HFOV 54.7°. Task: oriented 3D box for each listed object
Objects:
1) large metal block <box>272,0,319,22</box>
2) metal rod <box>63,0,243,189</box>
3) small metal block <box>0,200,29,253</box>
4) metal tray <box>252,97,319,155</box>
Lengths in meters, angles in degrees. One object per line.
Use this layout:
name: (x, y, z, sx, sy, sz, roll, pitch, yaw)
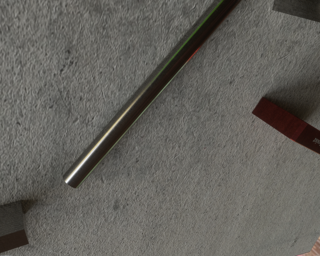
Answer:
large metal block: (0.204, -0.164, 0.383, 0.081, 0.080, 0.050, -9, 123, -24)
metal rod: (-0.012, -0.044, 0.373, 0.299, 0.025, 0.025, -48, 129, 6)
small metal block: (-0.185, 0.117, 0.362, 0.050, 0.050, 0.025, -13, 124, -22)
metal tray: (0.217, 0.002, 0.487, 0.131, 0.090, 0.030, 21, 107, -36)
